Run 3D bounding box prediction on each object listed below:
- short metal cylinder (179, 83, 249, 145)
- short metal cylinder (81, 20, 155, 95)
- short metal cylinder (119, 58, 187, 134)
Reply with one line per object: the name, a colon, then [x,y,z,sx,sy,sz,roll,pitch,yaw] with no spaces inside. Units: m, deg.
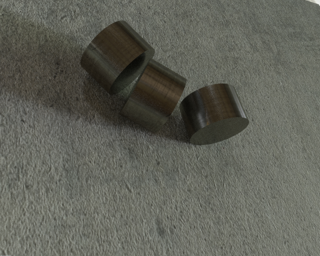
short metal cylinder: [0.072,-0.016,0.417,0.081,0.080,0.050,-2,63,-29]
short metal cylinder: [-0.053,-0.088,0.394,0.050,0.080,0.080,45,51,3]
short metal cylinder: [-0.010,-0.040,0.387,0.050,0.080,0.080,29,52,-10]
